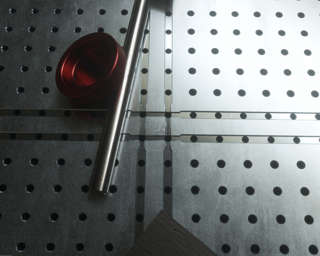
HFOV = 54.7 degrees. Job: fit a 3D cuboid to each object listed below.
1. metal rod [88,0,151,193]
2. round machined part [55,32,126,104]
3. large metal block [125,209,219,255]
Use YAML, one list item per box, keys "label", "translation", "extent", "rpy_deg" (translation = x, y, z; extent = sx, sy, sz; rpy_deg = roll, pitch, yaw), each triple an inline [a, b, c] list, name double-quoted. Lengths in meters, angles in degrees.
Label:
- label: "metal rod"
  translation: [-0.051, -0.060, 0.433]
  extent: [0.025, 0.025, 0.299]
  rpy_deg: [9, 70, 3]
- label: "round machined part"
  translation: [-0.088, -0.076, 0.417]
  extent: [0.098, 0.042, 0.098]
  rpy_deg: [-10, 64, 22]
- label: "large metal block"
  translation: [0.008, 0.150, 0.344]
  extent: [0.080, 0.050, 0.080]
  rpy_deg: [37, 74, 12]
